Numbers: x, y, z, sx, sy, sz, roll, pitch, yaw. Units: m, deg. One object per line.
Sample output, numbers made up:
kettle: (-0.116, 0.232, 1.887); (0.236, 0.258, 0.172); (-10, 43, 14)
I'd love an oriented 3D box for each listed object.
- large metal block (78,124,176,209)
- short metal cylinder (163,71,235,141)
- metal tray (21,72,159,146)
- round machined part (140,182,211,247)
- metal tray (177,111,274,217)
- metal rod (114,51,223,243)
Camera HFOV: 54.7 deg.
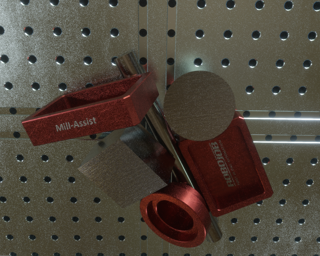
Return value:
large metal block: (-0.041, 0.045, 0.393); (0.080, 0.050, 0.080); (-34, 108, 30)
short metal cylinder: (0.048, -0.024, 0.372); (0.080, 0.050, 0.080); (-1, 86, 11)
metal tray: (-0.075, -0.023, 0.350); (0.130, 0.090, 0.030); (-11, 112, 19)
round machined part: (0.025, 0.114, 0.427); (0.098, 0.042, 0.097); (17, 129, 23)
metal tray: (0.090, 0.051, 0.427); (0.090, 0.030, 0.129); (-24, 109, 8)
metal rod: (0.019, 0.038, 0.423); (0.025, 0.025, 0.299); (-24, 109, 8)
